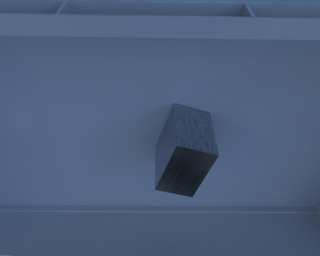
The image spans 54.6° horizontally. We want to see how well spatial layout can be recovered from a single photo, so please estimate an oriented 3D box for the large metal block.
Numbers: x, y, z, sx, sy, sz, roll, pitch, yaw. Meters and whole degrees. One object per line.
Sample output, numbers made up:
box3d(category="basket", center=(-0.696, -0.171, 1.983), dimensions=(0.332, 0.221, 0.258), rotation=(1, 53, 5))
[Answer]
box3d(category="large metal block", center=(0.030, 0.028, 0.397), dimensions=(0.050, 0.080, 0.079), rotation=(14, 129, -12))
